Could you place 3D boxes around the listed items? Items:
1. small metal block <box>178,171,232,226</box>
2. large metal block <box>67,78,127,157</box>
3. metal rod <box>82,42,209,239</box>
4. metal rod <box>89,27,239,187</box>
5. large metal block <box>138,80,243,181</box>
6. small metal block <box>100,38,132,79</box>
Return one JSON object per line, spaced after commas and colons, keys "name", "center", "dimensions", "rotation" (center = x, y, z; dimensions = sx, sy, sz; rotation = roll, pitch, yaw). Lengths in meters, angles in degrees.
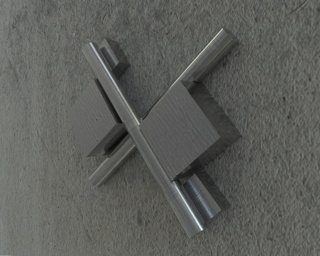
{"name": "small metal block", "center": [0.048, 0.087, 0.368], "dimensions": [0.050, 0.025, 0.050], "rotation": [-50, 61, 28]}
{"name": "large metal block", "center": [-0.083, -0.014, 0.457], "dimensions": [0.080, 0.050, 0.080], "rotation": [-44, 64, 31]}
{"name": "metal rod", "center": [-0.031, -0.001, 0.398], "dimensions": [0.025, 0.025, 0.299], "rotation": [-47, 62, 30]}
{"name": "metal rod", "center": [-0.011, -0.010, 0.417], "dimensions": [0.299, 0.025, 0.025], "rotation": [-46, 63, 30]}
{"name": "large metal block", "center": [0.033, 0.003, 0.363], "dimensions": [0.080, 0.050, 0.080], "rotation": [-47, 62, 30]}
{"name": "small metal block", "center": [-0.077, -0.098, 0.471], "dimensions": [0.050, 0.025, 0.050], "rotation": [-45, 63, 31]}
